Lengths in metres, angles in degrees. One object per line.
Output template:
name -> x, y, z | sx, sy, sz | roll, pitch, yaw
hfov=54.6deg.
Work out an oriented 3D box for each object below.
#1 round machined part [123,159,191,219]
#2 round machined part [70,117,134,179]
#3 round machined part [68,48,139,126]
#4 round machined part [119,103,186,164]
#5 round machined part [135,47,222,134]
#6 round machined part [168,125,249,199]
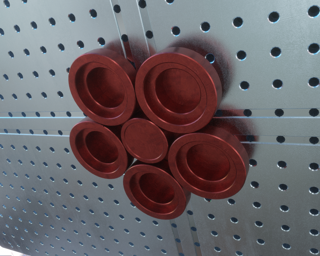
round machined part -> -0.001, 0.082, 0.451 | 0.098, 0.042, 0.097 | 13, 124, 21
round machined part -> -0.080, 0.024, 0.457 | 0.098, 0.042, 0.097 | 13, 124, 21
round machined part -> -0.065, -0.055, 0.401 | 0.098, 0.042, 0.097 | 13, 124, 21
round machined part -> -0.012, 0.008, 0.412 | 0.098, 0.042, 0.097 | 13, 124, 21
round machined part -> 0.024, -0.046, 0.359 | 0.098, 0.042, 0.097 | 13, 124, 21
round machined part -> 0.063, 0.038, 0.391 | 0.098, 0.042, 0.097 | 13, 124, 21
